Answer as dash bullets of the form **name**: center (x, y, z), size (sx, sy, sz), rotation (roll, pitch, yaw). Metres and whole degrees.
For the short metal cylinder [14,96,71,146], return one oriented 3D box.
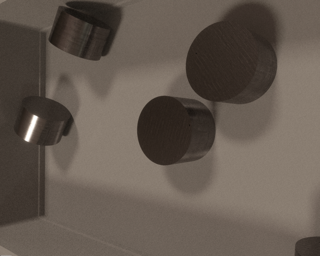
- **short metal cylinder**: center (-0.203, -0.013, 0.535), size (0.080, 0.081, 0.050), rotation (42, 115, 31)

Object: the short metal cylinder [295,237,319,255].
- **short metal cylinder**: center (0.150, 0.127, 0.247), size (0.080, 0.081, 0.050), rotation (5, 93, 39)

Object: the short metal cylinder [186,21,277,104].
- **short metal cylinder**: center (0.075, -0.066, 0.328), size (0.080, 0.050, 0.079), rotation (0, 90, 39)

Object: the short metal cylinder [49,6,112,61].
- **short metal cylinder**: center (-0.120, -0.142, 0.467), size (0.080, 0.081, 0.050), rotation (40, 114, 32)

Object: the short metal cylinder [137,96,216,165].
- **short metal cylinder**: center (0.019, 0.003, 0.373), size (0.080, 0.050, 0.079), rotation (0, 90, 39)
